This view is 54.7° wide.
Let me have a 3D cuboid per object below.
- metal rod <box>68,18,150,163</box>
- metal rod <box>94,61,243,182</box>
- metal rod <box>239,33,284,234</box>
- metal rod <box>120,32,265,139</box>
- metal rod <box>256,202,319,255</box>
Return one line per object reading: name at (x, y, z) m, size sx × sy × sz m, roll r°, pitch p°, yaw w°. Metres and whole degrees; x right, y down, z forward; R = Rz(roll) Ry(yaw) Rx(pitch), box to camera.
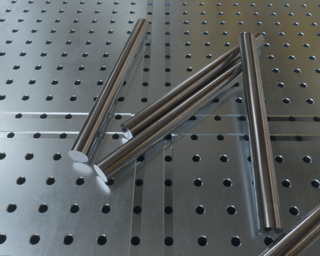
metal rod at (-0.065, -0.077, 0.471) m, size 0.025 × 0.025 × 0.300 m, roll 10°, pitch 51°, yaw 8°
metal rod at (0.039, -0.027, 0.430) m, size 0.302 × 0.025 × 0.025 m, roll -36°, pitch 59°, yaw -27°
metal rod at (0.126, -0.017, 0.404) m, size 0.025 × 0.025 × 0.300 m, roll 4°, pitch 56°, yaw 3°
metal rod at (0.064, -0.075, 0.471) m, size 0.302 × 0.025 × 0.025 m, roll -37°, pitch 59°, yaw -27°
metal rod at (0.153, 0.106, 0.320) m, size 0.302 × 0.025 × 0.025 m, roll -28°, pitch 56°, yaw -22°
